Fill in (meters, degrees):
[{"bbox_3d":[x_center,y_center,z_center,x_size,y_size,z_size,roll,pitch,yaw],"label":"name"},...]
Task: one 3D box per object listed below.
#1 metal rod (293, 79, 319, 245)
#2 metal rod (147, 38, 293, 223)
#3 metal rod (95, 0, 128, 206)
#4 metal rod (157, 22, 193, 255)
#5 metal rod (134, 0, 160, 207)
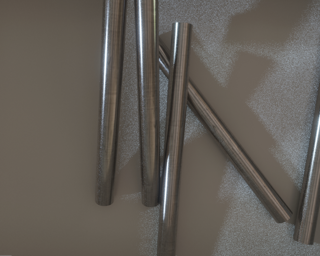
[{"bbox_3d":[0.216,0.004,0.414,0.025,0.025,0.298,10,90,-1],"label":"metal rod"},{"bbox_3d":[0.075,0.000,0.412,0.025,0.025,0.299,-37,91,0],"label":"metal rod"},{"bbox_3d":[-0.057,-0.040,0.355,0.025,0.025,0.298,7,113,-1],"label":"metal rod"},{"bbox_3d":[0.018,0.022,0.395,0.025,0.025,0.298,4,97,-1],"label":"metal rod"},{"bbox_3d":[-0.013,-0.039,0.355,0.025,0.025,0.298,-1,113,0],"label":"metal rod"}]
